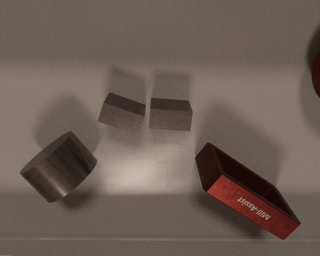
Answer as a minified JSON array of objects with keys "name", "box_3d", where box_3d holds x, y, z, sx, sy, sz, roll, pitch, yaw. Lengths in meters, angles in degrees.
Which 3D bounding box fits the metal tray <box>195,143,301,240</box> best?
[{"name":"metal tray","box_3d":[0.111,0.080,0.407,0.130,0.090,0.030,33,107,-12]}]

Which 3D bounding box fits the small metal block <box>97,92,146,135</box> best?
[{"name":"small metal block","box_3d":[-0.047,-0.019,0.390,0.050,0.050,0.025,19,109,-7]}]

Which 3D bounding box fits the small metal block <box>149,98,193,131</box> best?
[{"name":"small metal block","box_3d":[0.012,-0.018,0.392,0.050,0.050,0.025,4,110,-2]}]

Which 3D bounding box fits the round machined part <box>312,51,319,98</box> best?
[{"name":"round machined part","box_3d":[0.236,-0.066,0.365,0.098,0.042,0.097,7,104,32]}]

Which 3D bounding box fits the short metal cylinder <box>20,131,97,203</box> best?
[{"name":"short metal cylinder","box_3d":[-0.129,0.049,0.398,0.080,0.080,0.050,-34,107,11]}]
